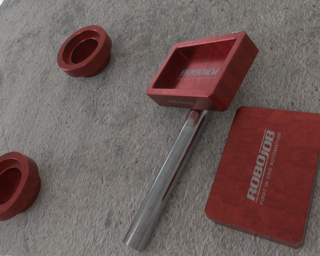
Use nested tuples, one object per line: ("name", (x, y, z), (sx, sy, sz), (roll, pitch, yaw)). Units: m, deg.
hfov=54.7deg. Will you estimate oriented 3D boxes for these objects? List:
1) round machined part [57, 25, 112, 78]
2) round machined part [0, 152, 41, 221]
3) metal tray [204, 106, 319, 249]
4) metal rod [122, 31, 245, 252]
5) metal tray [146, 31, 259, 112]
("round machined part", (-0.125, -0.127, 0.536), (0.098, 0.042, 0.098), (-13, 56, 21))
("round machined part", (-0.216, 0.087, 0.453), (0.098, 0.042, 0.098), (-13, 56, 21))
("metal tray", (0.109, 0.043, 0.317), (0.090, 0.030, 0.130), (9, 66, 32))
("metal rod", (0.038, 0.004, 0.381), (0.025, 0.025, 0.300), (17, 70, 34))
("metal tray", (0.047, -0.069, 0.389), (0.130, 0.030, 0.090), (11, 67, 54))
